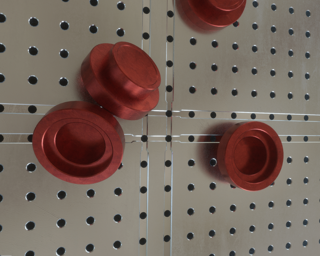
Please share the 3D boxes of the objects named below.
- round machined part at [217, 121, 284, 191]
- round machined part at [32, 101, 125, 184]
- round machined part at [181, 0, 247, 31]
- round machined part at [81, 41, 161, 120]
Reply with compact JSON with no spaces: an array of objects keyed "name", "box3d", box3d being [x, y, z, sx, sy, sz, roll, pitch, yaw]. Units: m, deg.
[{"name":"round machined part","box3d":[0.125,0.039,0.449,0.099,0.042,0.097,0,90,-20]},{"name":"round machined part","box3d":[-0.089,0.013,0.355,0.099,0.042,0.097,0,118,1]},{"name":"round machined part","box3d":[0.080,-0.191,0.432,0.099,0.042,0.097,0,90,-20]},{"name":"round machined part","box3d":[-0.038,-0.061,0.362,0.098,0.042,0.098,29,41,-29]}]
